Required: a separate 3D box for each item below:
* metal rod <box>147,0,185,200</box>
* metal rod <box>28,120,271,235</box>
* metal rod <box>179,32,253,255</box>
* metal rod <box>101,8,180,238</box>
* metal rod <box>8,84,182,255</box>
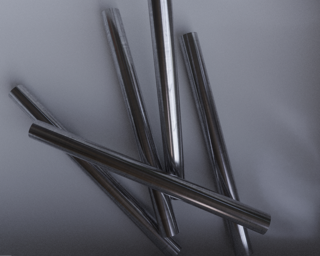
[{"bbox_3d":[0.009,-0.047,0.352,0.025,0.025,0.298,-6,114,0],"label":"metal rod"},{"bbox_3d":[-0.016,0.056,0.372,0.301,0.025,0.025,22,90,5],"label":"metal rod"},{"bbox_3d":[0.074,0.022,0.411,0.025,0.025,0.298,-14,90,0],"label":"metal rod"},{"bbox_3d":[-0.026,-0.009,0.402,0.025,0.025,0.298,-15,87,0],"label":"metal rod"},{"bbox_3d":[-0.085,0.058,0.410,0.025,0.025,0.300,-45,90,0],"label":"metal rod"}]
